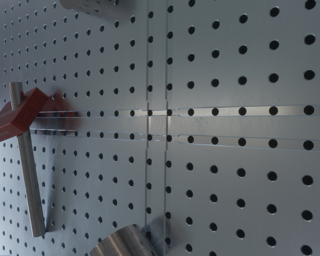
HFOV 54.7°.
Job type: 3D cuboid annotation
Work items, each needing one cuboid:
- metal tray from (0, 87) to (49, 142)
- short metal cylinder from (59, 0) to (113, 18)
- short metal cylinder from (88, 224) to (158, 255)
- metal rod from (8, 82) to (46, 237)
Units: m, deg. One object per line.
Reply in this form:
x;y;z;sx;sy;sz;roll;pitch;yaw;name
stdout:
-0.284;-0.023;0.609;0.130;0.030;0.090;-15;43;39;metal tray
-0.117;-0.221;0.490;0.080;0.050;0.080;0;90;40;short metal cylinder
-0.049;0.174;0.414;0.050;0.081;0.080;51;120;27;short metal cylinder
-0.257;0.061;0.600;0.025;0.025;0.298;-7;92;40;metal rod
